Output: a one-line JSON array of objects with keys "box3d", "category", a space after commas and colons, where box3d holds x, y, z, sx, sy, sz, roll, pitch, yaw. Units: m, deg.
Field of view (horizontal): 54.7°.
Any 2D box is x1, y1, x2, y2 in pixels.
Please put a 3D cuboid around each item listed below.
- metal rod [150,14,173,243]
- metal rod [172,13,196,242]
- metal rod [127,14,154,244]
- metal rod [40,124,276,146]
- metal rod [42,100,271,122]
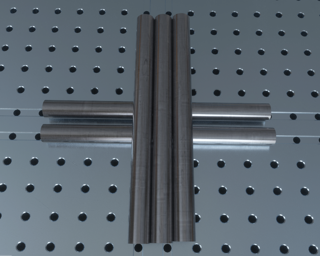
[{"box3d": [0.003, -0.014, 0.391, 0.025, 0.025, 0.299, 1, 70, 0], "category": "metal rod"}, {"box3d": [0.028, -0.016, 0.392, 0.025, 0.025, 0.299, 1, 70, 0], "category": "metal rod"}, {"box3d": [-0.022, -0.014, 0.390, 0.025, 0.025, 0.299, 1, 70, 0], "category": "metal rod"}, {"box3d": [-0.002, 0.009, 0.408, 0.302, 0.025, 0.025, 1, 70, 0], "category": "metal rod"}, {"box3d": [-0.004, -0.023, 0.420, 0.302, 0.025, 0.025, 1, 70, 0], "category": "metal rod"}]
